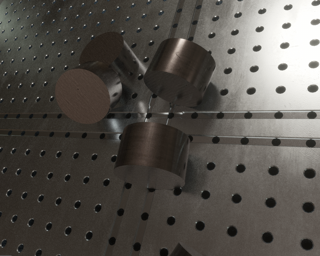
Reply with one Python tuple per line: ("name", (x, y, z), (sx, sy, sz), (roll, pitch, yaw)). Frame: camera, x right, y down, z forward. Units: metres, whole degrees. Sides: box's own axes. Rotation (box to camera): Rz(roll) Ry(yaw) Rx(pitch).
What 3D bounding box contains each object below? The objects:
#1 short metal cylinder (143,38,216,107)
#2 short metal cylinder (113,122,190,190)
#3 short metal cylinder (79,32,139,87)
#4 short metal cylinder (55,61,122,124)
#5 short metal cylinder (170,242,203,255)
("short metal cylinder", (0.026, -0.070, 0.401), (0.080, 0.080, 0.050), (12, 68, 33))
("short metal cylinder", (-0.008, 0.034, 0.355), (0.080, 0.080, 0.050), (-4, 60, 26))
("short metal cylinder", (-0.081, -0.107, 0.499), (0.080, 0.050, 0.080), (-13, 56, 20))
("short metal cylinder", (-0.101, -0.052, 0.447), (0.080, 0.080, 0.050), (-16, 19, 19))
("short metal cylinder", (0.035, 0.144, 0.266), (0.080, 0.080, 0.050), (29, 78, 37))
